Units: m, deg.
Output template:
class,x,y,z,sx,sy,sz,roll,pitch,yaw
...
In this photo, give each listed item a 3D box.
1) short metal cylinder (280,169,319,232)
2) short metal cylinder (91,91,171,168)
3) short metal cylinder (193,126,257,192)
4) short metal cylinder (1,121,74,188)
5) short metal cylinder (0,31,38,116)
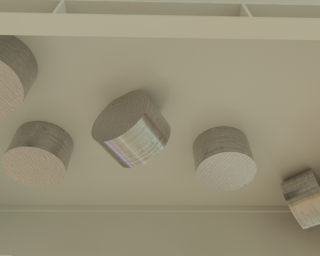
class,x,y,z,sx,sy,sz,roll,pitch,yaw
short metal cylinder,0.228,0.109,0.469,0.050,0.080,0.080,-32,123,24
short metal cylinder,-0.035,0.001,0.374,0.080,0.080,0.050,-24,126,19
short metal cylinder,0.088,0.044,0.432,0.081,0.050,0.079,0,130,0
short metal cylinder,-0.164,0.037,0.422,0.081,0.050,0.079,0,130,0
short metal cylinder,-0.183,-0.060,0.339,0.081,0.050,0.079,0,130,0
